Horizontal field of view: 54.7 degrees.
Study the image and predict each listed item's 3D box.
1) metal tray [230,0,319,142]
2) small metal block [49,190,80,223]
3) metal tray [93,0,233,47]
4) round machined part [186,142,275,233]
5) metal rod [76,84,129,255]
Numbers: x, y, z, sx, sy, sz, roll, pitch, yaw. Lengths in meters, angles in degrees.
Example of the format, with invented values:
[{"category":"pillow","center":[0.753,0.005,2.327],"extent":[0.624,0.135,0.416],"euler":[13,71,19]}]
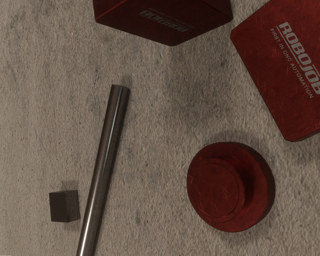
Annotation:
[{"category":"metal tray","center":[0.134,-0.063,0.290],"extent":[0.090,0.030,0.130],"euler":[-34,69,34]},{"category":"small metal block","center":[-0.167,0.136,0.539],"extent":[0.050,0.025,0.050],"euler":[-11,83,39]},{"category":"metal tray","center":[0.007,-0.128,0.330],"extent":[0.090,0.131,0.030],"euler":[-14,82,39]},{"category":"round machined part","center":[0.069,0.064,0.336],"extent":[0.098,0.042,0.097],"euler":[0,90,39]},{"category":"metal rod","center":[-0.093,0.081,0.478],"extent":[0.025,0.025,0.298],"euler":[22,104,37]}]
